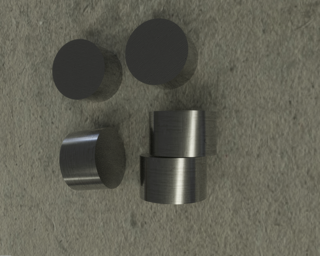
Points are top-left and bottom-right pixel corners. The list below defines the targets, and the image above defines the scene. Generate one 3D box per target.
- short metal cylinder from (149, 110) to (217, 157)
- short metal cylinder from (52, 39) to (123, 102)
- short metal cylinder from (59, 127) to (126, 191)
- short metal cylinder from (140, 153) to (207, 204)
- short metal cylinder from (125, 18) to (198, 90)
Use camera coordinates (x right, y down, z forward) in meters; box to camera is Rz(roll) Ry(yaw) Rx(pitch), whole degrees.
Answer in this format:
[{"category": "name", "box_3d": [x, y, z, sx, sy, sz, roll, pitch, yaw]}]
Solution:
[{"category": "short metal cylinder", "box_3d": [0.027, 0.006, 0.370, 0.080, 0.080, 0.050, 0, 90, 19]}, {"category": "short metal cylinder", "box_3d": [-0.099, -0.077, 0.429, 0.080, 0.050, 0.079, 0, 90, 19]}, {"category": "short metal cylinder", "box_3d": [-0.086, 0.041, 0.409, 0.050, 0.080, 0.080, -7, 88, 19]}, {"category": "short metal cylinder", "box_3d": [0.016, 0.057, 0.374, 0.080, 0.080, 0.050, 0, 90, 19]}, {"category": "short metal cylinder", "box_3d": [0.003, -0.091, 0.394, 0.080, 0.050, 0.079, 0, 90, 19]}]
